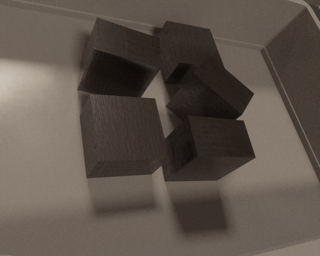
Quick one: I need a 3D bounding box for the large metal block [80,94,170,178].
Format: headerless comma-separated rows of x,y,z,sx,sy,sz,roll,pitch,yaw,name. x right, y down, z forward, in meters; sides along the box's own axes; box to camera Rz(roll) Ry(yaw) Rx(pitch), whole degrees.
-0.044,0.010,0.361,0.081,0.050,0.080,1,61,-28,large metal block

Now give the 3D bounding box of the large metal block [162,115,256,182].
0.055,0.029,0.384,0.081,0.080,0.050,4,60,-27,large metal block

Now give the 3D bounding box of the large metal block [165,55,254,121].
0.068,-0.039,0.432,0.080,0.080,0.050,40,51,-1,large metal block

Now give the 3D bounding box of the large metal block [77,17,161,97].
-0.053,-0.081,0.392,0.081,0.080,0.050,12,57,-22,large metal block

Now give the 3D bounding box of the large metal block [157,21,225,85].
0.043,-0.114,0.484,0.081,0.050,0.080,1,62,-28,large metal block
